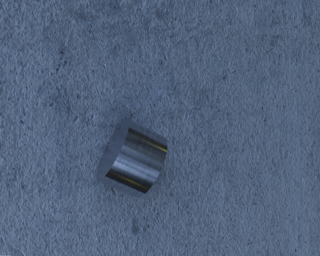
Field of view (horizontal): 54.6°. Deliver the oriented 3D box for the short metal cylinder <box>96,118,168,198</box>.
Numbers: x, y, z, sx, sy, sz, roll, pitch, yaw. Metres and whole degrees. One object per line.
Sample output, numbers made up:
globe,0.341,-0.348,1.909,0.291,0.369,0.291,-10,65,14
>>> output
short metal cylinder,-0.034,0.035,0.367,0.050,0.080,0.080,28,81,-18
